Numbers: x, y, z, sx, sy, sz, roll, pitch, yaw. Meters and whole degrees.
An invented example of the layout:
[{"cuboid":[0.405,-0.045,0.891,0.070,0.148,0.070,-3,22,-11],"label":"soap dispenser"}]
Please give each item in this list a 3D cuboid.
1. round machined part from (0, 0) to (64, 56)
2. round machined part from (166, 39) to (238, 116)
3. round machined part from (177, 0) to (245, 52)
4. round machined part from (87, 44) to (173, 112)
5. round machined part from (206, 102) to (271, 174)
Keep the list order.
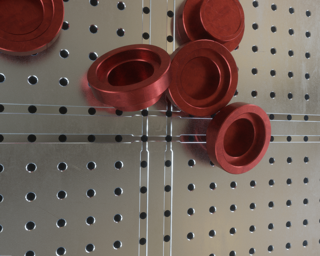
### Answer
[{"cuboid":[-0.159,-0.129,0.345,0.099,0.042,0.097,0,90,-20],"label":"round machined part"},{"cuboid":[0.051,-0.067,0.415,0.099,0.042,0.097,-4,102,-16],"label":"round machined part"},{"cuboid":[0.077,-0.150,0.431,0.099,0.042,0.097,0,90,-20],"label":"round machined part"},{"cuboid":[-0.033,-0.057,0.372,0.099,0.098,0.042,-30,136,-18],"label":"round machined part"},{"cuboid":[0.104,0.012,0.432,0.099,0.042,0.097,-9,108,-27],"label":"round machined part"}]
